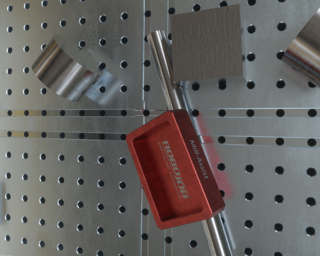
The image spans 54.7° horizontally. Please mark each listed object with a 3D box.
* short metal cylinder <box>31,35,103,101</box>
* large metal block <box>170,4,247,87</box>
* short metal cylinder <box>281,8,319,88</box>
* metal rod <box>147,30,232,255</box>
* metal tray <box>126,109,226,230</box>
[{"bbox_3d":[-0.126,-0.082,0.428,0.080,0.080,0.050,47,105,14],"label":"short metal cylinder"},{"bbox_3d":[0.061,-0.096,0.378,0.080,0.050,0.080,-3,89,20],"label":"large metal block"},{"bbox_3d":[0.174,-0.088,0.322,0.050,0.080,0.080,42,103,15],"label":"short metal cylinder"},{"bbox_3d":[0.036,0.018,0.399,0.025,0.025,0.299,-18,84,19],"label":"metal rod"},{"bbox_3d":[0.015,0.052,0.384,0.090,0.030,0.129,-29,77,40],"label":"metal tray"}]
